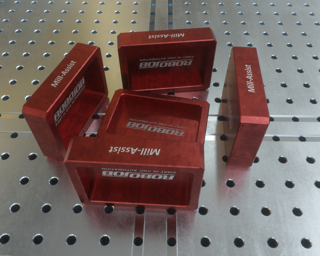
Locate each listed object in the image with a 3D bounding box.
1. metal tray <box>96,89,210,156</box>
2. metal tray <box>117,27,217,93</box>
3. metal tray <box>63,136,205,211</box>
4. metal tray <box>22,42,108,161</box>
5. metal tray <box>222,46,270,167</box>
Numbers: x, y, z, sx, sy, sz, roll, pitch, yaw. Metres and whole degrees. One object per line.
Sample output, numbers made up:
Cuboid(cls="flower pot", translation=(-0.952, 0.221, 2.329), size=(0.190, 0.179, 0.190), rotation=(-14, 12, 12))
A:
Cuboid(cls="metal tray", translation=(-0.005, -0.003, 0.406), size=(0.131, 0.030, 0.090), rotation=(9, 50, 7))
Cuboid(cls="metal tray", translation=(0.009, -0.093, 0.443), size=(0.131, 0.090, 0.030), rotation=(-5, 50, -4))
Cuboid(cls="metal tray", translation=(-0.023, 0.050, 0.324), size=(0.131, 0.090, 0.030), rotation=(3, 50, 3))
Cuboid(cls="metal tray", translation=(-0.111, -0.035, 0.394), size=(0.030, 0.090, 0.130), rotation=(14, 51, 12))
Cuboid(cls="metal tray", translation=(0.103, -0.029, 0.390), size=(0.030, 0.090, 0.130), rotation=(4, 50, 3))
